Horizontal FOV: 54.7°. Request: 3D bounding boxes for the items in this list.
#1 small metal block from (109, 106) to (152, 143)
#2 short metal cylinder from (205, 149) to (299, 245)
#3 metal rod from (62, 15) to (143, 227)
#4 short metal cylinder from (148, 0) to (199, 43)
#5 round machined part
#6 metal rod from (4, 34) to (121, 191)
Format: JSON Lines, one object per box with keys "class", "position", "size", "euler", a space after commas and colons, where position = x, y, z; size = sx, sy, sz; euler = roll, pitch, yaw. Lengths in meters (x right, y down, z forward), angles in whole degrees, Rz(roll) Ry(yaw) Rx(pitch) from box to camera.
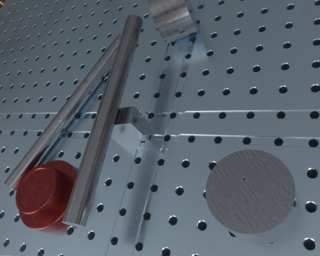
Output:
{"class": "small metal block", "position": [-0.046, -0.003, 0.419], "size": [0.050, 0.050, 0.025], "euler": [-6, 59, 25]}
{"class": "short metal cylinder", "position": [0.091, 0.068, 0.303], "size": [0.080, 0.050, 0.080], "euler": [-13, 56, 20]}
{"class": "metal rod", "position": [-0.064, -0.029, 0.395], "size": [0.025, 0.025, 0.300], "euler": [-3, 60, 27]}
{"class": "short metal cylinder", "position": [0.021, -0.175, 0.470], "size": [0.050, 0.080, 0.080], "euler": [-18, 55, 18]}
{"class": "round machined part", "position": [-0.156, 0.089, 0.425], "size": [0.098, 0.042, 0.098], "euler": [-13, 56, 21]}
{"class": "metal rod", "position": [-0.144, -0.032, 0.503], "size": [0.025, 0.025, 0.300], "euler": [25, 75, 36]}
